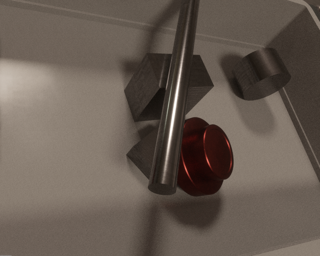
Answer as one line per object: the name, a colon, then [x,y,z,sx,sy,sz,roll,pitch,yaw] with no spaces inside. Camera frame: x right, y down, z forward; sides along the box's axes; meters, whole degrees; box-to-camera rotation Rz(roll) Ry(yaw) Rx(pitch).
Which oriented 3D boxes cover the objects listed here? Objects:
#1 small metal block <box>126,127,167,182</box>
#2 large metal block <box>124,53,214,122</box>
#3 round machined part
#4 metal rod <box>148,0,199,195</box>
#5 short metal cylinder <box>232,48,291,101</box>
small metal block: [-0.004,0.033,0.385,0.050,0.025,0.050,47,51,5]
large metal block: [0.009,-0.052,0.409,0.081,0.080,0.050,-6,65,-31]
round machined part: [0.056,0.033,0.383,0.098,0.042,0.098,24,57,-44]
metal rod: [0.023,-0.067,0.357,0.025,0.025,0.300,22,54,-16]
short metal cylinder: [0.168,-0.088,0.518,0.081,0.080,0.050,-5,65,-31]
